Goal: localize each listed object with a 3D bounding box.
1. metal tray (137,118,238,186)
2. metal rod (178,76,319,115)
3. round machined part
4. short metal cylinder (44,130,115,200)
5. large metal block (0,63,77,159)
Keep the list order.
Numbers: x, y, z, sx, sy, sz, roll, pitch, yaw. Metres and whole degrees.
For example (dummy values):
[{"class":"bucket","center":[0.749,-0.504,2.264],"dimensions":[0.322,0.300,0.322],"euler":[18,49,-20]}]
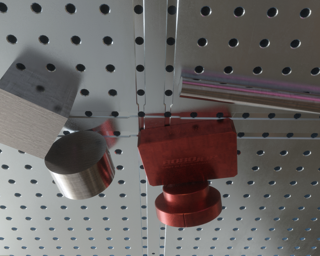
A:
[{"class":"metal tray","center":[0.041,0.037,0.441],"dimensions":[0.131,0.030,0.090],"euler":[-8,130,6]},{"class":"metal rod","center":[0.173,-0.032,0.386],"dimensions":[0.302,0.025,0.025],"euler":[6,130,-6]},{"class":"round machined part","center":[0.041,0.103,0.460],"dimensions":[0.099,0.098,0.042],"euler":[-8,102,6]},{"class":"short metal cylinder","center":[-0.105,0.048,0.415],"dimensions":[0.080,0.080,0.050],"euler":[-6,130,4]},{"class":"large metal block","center":[-0.160,-0.018,0.378],"dimensions":[0.080,0.050,0.080],"euler":[26,125,-21]}]
